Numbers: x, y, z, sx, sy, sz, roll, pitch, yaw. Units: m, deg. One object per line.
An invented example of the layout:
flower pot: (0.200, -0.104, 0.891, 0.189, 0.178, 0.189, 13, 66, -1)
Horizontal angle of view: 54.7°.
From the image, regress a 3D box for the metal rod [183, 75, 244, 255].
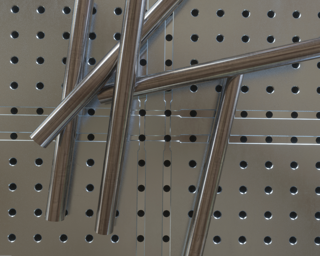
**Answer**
metal rod: (0.071, 0.054, 0.414, 0.025, 0.025, 0.298, 13, 90, -1)

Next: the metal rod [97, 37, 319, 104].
metal rod: (0.067, -0.073, 0.393, 0.301, 0.025, 0.025, -11, 90, 8)

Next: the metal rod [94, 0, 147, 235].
metal rod: (-0.051, -0.009, 0.388, 0.025, 0.025, 0.298, 9, 99, -1)

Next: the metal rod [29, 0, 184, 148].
metal rod: (-0.051, -0.095, 0.397, 0.025, 0.025, 0.300, 42, 83, -1)

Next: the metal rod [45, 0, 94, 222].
metal rod: (-0.120, -0.027, 0.411, 0.025, 0.025, 0.298, 8, 90, -1)
